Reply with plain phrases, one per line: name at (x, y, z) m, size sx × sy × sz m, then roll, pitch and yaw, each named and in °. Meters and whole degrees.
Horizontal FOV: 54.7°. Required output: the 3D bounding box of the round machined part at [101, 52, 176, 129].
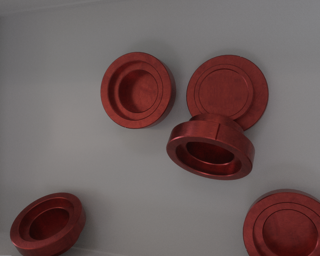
round machined part at (-0.025, -0.047, 0.410) m, size 0.098 × 0.042 × 0.097 m, roll 0°, pitch 90°, yaw 20°

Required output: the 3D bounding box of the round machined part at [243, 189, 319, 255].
round machined part at (0.146, 0.117, 0.350) m, size 0.098 × 0.042 × 0.097 m, roll 0°, pitch 90°, yaw 20°

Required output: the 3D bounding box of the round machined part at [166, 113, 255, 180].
round machined part at (0.060, 0.019, 0.360) m, size 0.098 × 0.098 × 0.042 m, roll 8°, pitch 58°, yaw 19°

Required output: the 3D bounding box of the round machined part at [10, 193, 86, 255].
round machined part at (-0.152, 0.140, 0.435) m, size 0.098 × 0.098 × 0.042 m, roll 0°, pitch 124°, yaw 20°

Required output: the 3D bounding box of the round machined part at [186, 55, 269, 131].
round machined part at (0.079, -0.040, 0.373) m, size 0.098 × 0.042 × 0.097 m, roll 0°, pitch 90°, yaw 20°
